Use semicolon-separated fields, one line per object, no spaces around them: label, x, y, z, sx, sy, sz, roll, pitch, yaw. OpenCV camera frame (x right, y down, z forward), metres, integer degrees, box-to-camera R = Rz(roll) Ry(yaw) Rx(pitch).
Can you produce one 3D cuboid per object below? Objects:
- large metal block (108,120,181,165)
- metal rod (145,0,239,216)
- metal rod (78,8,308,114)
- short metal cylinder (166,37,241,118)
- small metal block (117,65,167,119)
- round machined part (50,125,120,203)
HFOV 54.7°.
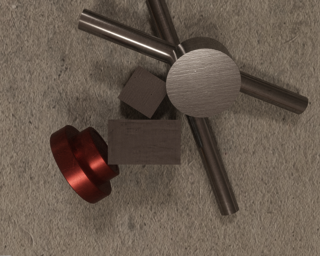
large metal block;-0.017;0.015;0.382;0.081;0.080;0.050;0;90;-1
metal rod;0.043;-0.030;0.410;0.025;0.025;0.298;-20;90;0
metal rod;0.049;-0.079;0.388;0.302;0.025;0.025;19;90;-9
short metal cylinder;0.048;-0.059;0.356;0.081;0.050;0.079;1;120;1
small metal block;-0.020;-0.046;0.410;0.050;0.025;0.050;33;90;-1
round machined part;-0.084;0.037;0.373;0.042;0.098;0.098;-31;90;0
